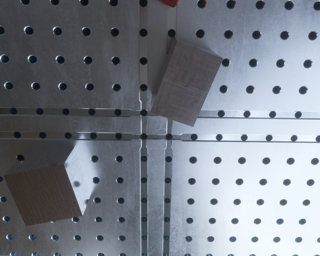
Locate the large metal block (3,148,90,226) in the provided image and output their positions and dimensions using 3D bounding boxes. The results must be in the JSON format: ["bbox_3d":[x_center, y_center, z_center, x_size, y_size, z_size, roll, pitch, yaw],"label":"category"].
[{"bbox_3d":[-0.152,0.081,0.428,0.080,0.050,0.080,-12,110,4],"label":"large metal block"}]

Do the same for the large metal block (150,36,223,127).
[{"bbox_3d":[0.027,-0.058,0.363,0.050,0.080,0.079,19,109,-7],"label":"large metal block"}]

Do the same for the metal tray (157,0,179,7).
[{"bbox_3d":[-0.021,-0.203,0.335,0.131,0.030,0.089,25,108,-9],"label":"metal tray"}]
